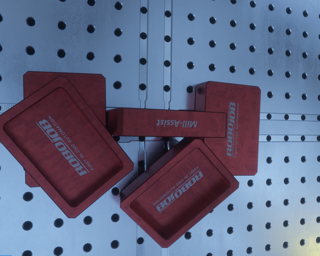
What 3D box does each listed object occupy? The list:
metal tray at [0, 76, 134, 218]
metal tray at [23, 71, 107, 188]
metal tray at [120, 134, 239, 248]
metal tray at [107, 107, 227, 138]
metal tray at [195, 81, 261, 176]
[{"bbox_3d":[-0.103,0.021,0.339,0.090,0.030,0.130,-40,103,-16],"label":"metal tray"},{"bbox_3d":[-0.112,0.001,0.369,0.091,0.030,0.129,-1,91,-20],"label":"metal tray"},{"bbox_3d":[0.024,0.081,0.400,0.130,0.030,0.090,-41,105,2],"label":"metal tray"},{"bbox_3d":[0.004,-0.005,0.379,0.131,0.090,0.030,2,90,-20],"label":"metal tray"},{"bbox_3d":[0.097,0.002,0.446,0.091,0.030,0.129,3,89,-21],"label":"metal tray"}]
